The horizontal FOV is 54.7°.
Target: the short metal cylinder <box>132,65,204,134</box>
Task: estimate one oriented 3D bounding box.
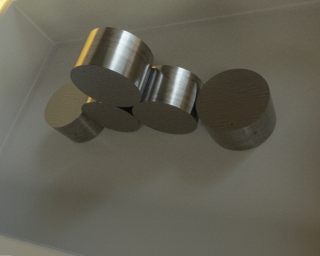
[{"bbox_3d":[0.012,-0.032,0.382,0.080,0.080,0.050,2,63,29],"label":"short metal cylinder"}]

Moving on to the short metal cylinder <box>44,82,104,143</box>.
[{"bbox_3d":[-0.125,-0.024,0.468,0.080,0.050,0.080,-13,56,21],"label":"short metal cylinder"}]

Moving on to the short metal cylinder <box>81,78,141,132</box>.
[{"bbox_3d":[-0.059,-0.035,0.420,0.080,0.080,0.050,2,63,29],"label":"short metal cylinder"}]

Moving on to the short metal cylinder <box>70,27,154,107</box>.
[{"bbox_3d":[-0.052,-0.066,0.348,0.080,0.080,0.050,2,63,29],"label":"short metal cylinder"}]

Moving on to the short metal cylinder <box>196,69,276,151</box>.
[{"bbox_3d":[0.087,-0.021,0.354,0.080,0.050,0.080,-13,56,21],"label":"short metal cylinder"}]
